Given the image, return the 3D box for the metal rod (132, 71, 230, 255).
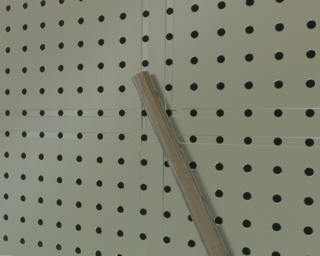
[{"bbox_3d":[0.032,0.065,0.400,0.025,0.025,0.299,-26,82,18],"label":"metal rod"}]
